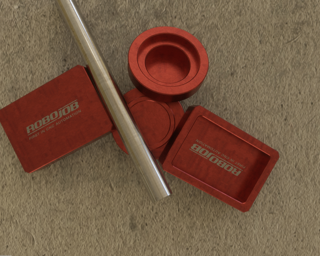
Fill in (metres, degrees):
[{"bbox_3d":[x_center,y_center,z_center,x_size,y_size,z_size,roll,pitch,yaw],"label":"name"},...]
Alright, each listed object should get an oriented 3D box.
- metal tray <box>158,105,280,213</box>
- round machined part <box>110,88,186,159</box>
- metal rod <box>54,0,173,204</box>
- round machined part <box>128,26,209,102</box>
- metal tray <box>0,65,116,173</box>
[{"bbox_3d":[0.075,0.039,0.398,0.131,0.030,0.090,29,90,-11],"label":"metal tray"},{"bbox_3d":[-0.015,-0.007,0.403,0.099,0.042,0.097,0,90,0],"label":"round machined part"},{"bbox_3d":[-0.064,-0.051,0.377,0.025,0.025,0.299,-27,77,0],"label":"metal rod"},{"bbox_3d":[0.008,-0.076,0.392,0.099,0.042,0.098,3,68,-6],"label":"round machined part"},{"bbox_3d":[-0.130,-0.010,0.397,0.130,0.030,0.090,-28,87,8],"label":"metal tray"}]
